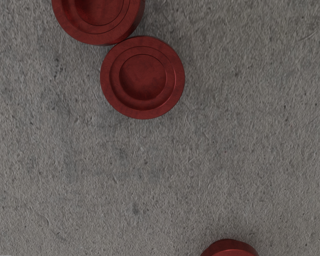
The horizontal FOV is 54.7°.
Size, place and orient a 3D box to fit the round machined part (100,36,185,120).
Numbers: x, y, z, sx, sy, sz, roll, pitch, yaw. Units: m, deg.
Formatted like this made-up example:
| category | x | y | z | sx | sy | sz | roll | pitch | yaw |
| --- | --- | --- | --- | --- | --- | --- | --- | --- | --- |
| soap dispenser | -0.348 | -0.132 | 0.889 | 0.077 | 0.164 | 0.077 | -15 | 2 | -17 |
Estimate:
| category | x | y | z | sx | sy | sz | roll | pitch | yaw |
| --- | --- | --- | --- | --- | --- | --- | --- | --- | --- |
| round machined part | -0.020 | -0.063 | 0.377 | 0.099 | 0.042 | 0.097 | 0 | 110 | 0 |

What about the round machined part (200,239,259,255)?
| category | x | y | z | sx | sy | sz | roll | pitch | yaw |
| --- | --- | --- | --- | --- | --- | --- | --- | --- | --- |
| round machined part | 0.106 | 0.213 | 0.480 | 0.099 | 0.042 | 0.097 | 0 | 110 | 0 |

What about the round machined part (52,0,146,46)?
| category | x | y | z | sx | sy | sz | roll | pitch | yaw |
| --- | --- | --- | --- | --- | --- | --- | --- | --- | --- |
| round machined part | -0.063 | -0.140 | 0.340 | 0.098 | 0.042 | 0.097 | 2 | 100 | 10 |
